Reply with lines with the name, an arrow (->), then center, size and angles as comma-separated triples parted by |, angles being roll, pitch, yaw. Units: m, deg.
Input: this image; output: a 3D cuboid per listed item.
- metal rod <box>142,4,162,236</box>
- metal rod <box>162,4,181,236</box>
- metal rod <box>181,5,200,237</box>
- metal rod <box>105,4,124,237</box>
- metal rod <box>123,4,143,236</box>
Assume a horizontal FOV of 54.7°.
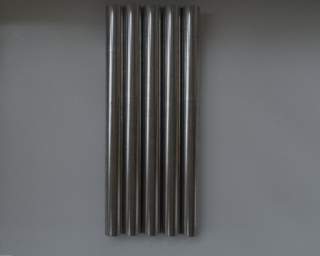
metal rod -> -0.010, -0.010, 0.410 | 0.025, 0.025, 0.298 | 0, 90, 0
metal rod -> 0.015, -0.010, 0.410 | 0.025, 0.025, 0.298 | 0, 90, 0
metal rod -> 0.040, -0.009, 0.410 | 0.025, 0.025, 0.298 | 0, 90, 0
metal rod -> -0.060, -0.010, 0.410 | 0.025, 0.025, 0.298 | 0, 90, 0
metal rod -> -0.036, -0.011, 0.410 | 0.025, 0.025, 0.298 | 0, 90, 0
